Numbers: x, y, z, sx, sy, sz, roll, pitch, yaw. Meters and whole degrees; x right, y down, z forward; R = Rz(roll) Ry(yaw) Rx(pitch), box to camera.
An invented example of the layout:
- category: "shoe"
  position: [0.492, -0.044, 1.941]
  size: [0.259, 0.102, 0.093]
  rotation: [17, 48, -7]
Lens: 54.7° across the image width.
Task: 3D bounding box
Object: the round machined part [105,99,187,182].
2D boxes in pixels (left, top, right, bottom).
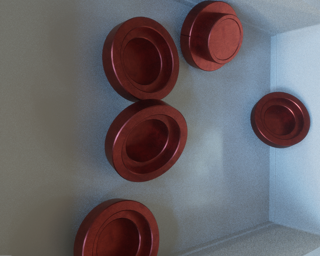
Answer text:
- category: "round machined part"
  position: [-0.019, 0.011, 0.364]
  size: [0.099, 0.042, 0.097]
  rotation: [-17, 124, -27]

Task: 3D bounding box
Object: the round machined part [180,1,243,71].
- category: "round machined part"
  position: [0.080, -0.129, 0.442]
  size: [0.099, 0.042, 0.097]
  rotation: [-17, 121, -31]

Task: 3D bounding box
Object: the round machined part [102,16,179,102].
- category: "round machined part"
  position: [-0.027, -0.079, 0.373]
  size: [0.099, 0.042, 0.097]
  rotation: [0, 90, -40]

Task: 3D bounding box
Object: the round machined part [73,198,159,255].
- category: "round machined part"
  position: [-0.052, 0.129, 0.349]
  size: [0.099, 0.042, 0.097]
  rotation: [5, 82, -40]

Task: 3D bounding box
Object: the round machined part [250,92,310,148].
- category: "round machined part"
  position: [0.208, -0.011, 0.549]
  size: [0.099, 0.042, 0.098]
  rotation: [1, 73, -5]
